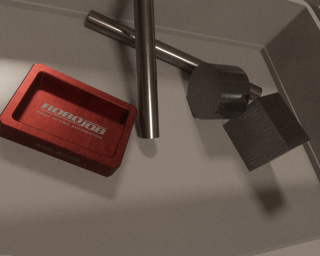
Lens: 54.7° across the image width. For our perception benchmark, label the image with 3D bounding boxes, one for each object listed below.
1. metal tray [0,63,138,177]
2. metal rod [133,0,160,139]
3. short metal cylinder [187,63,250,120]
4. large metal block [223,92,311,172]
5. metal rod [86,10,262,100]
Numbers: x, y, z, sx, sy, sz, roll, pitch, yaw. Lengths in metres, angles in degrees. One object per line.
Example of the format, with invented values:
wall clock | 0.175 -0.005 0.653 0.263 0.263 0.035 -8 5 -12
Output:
metal tray | -0.099 -0.009 0.355 0.131 0.030 0.090 24 53 -14
metal rod | -0.019 -0.136 0.384 0.025 0.025 0.298 -5 95 -31
short metal cylinder | 0.083 -0.052 0.449 0.050 0.080 0.080 -1 63 -29
large metal block | 0.151 0.006 0.450 0.050 0.080 0.080 -16 70 -35
metal rod | 0.033 -0.109 0.491 0.302 0.025 0.025 20 54 -17
